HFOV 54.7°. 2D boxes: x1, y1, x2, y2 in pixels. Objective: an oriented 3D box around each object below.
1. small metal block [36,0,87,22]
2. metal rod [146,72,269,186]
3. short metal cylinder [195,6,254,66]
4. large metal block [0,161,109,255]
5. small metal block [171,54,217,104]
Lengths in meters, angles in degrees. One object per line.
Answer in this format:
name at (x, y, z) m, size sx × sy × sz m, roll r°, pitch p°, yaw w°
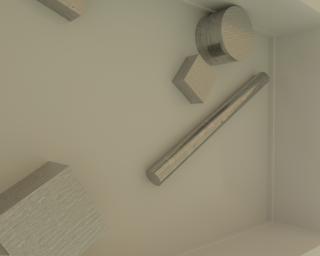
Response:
small metal block at (-0.102, -0.149, 0.322) m, size 0.050 × 0.025 × 0.050 m, roll 27°, pitch 73°, yaw -37°
metal rod at (0.090, -0.013, 0.484) m, size 0.302 × 0.025 × 0.025 m, roll -39°, pitch 114°, yaw -33°
short metal cylinder at (0.100, -0.140, 0.477) m, size 0.081 × 0.050 × 0.079 m, roll 0°, pitch 90°, yaw -40°
large metal block at (-0.111, 0.090, 0.299) m, size 0.080 × 0.050 × 0.080 m, roll -39°, pitch 114°, yaw -33°
small metal block at (0.051, -0.071, 0.452) m, size 0.050 × 0.025 × 0.050 m, roll 45°, pitch 63°, yaw -31°
